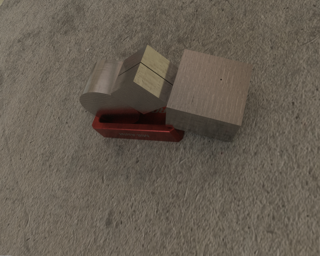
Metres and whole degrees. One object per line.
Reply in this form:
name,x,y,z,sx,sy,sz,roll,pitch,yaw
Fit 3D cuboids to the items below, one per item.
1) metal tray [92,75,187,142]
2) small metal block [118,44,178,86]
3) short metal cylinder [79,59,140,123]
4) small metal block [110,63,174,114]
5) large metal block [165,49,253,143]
metal tray,-0.023,-0.030,0.433,0.130,0.030,0.090,2,63,29
small metal block,-0.013,-0.066,0.370,0.050,0.050,0.025,-17,49,51
short metal cylinder,-0.060,-0.046,0.413,0.080,0.080,0.050,1,63,29
small metal block,-0.021,-0.044,0.359,0.050,0.050,0.025,-17,49,51
large metal block,0.056,-0.037,0.364,0.080,0.050,0.080,15,67,6
